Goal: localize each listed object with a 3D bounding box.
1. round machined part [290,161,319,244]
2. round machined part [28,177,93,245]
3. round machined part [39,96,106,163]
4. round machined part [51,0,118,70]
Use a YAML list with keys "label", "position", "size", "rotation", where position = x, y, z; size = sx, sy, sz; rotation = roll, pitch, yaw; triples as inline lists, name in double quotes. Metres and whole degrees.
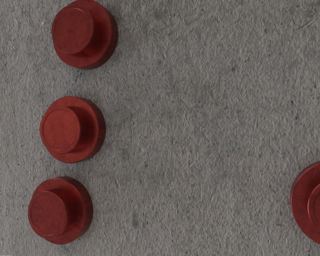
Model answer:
- label: "round machined part"
  position: [0.193, 0.083, 0.331]
  size: [0.098, 0.042, 0.097]
  rotation: [0, 90, 20]
- label: "round machined part"
  position: [-0.152, 0.122, 0.454]
  size: [0.098, 0.042, 0.097]
  rotation: [0, 90, 20]
- label: "round machined part"
  position: [-0.132, 0.002, 0.447]
  size: [0.098, 0.042, 0.097]
  rotation: [0, 90, 20]
- label: "round machined part"
  position: [-0.113, -0.135, 0.440]
  size: [0.098, 0.042, 0.097]
  rotation: [0, 90, 20]
